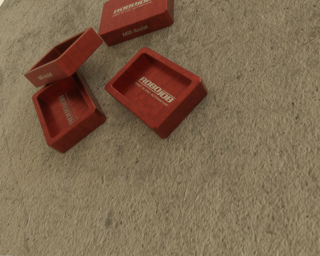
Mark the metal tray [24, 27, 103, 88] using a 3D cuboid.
[{"bbox_3d":[-0.164,-0.116,0.521,0.130,0.030,0.090,-4,45,46],"label":"metal tray"}]

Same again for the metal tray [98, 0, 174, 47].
[{"bbox_3d":[-0.042,-0.203,0.547,0.130,0.030,0.090,-12,57,21],"label":"metal tray"}]

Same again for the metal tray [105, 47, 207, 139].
[{"bbox_3d":[-0.009,-0.054,0.438,0.090,0.030,0.130,-47,51,-5],"label":"metal tray"}]

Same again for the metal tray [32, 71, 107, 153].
[{"bbox_3d":[-0.150,-0.033,0.499,0.090,0.030,0.130,-38,51,3],"label":"metal tray"}]
